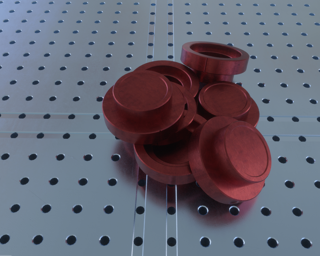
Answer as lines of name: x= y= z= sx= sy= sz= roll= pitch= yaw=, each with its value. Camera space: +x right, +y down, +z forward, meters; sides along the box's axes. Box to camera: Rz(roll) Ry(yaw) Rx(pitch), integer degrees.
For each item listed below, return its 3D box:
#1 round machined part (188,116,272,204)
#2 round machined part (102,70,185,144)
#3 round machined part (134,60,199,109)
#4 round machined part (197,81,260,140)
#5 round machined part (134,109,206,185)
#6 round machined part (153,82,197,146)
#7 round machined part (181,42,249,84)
round machined part: x=0.083 y=0.031 z=0.339 sx=0.099 sy=0.042 sz=0.098 roll=15 pitch=61 yaw=-28
round machined part: x=-0.020 y=-0.031 z=0.368 sx=0.099 sy=0.042 sz=0.098 roll=0 pitch=50 yaw=0
round machined part: x=0.004 y=-0.049 z=0.438 sx=0.099 sy=0.042 sz=0.098 roll=0 pitch=50 yaw=0
round machined part: x=0.085 y=-0.026 z=0.419 sx=0.099 sy=0.042 sz=0.098 roll=0 pitch=50 yaw=0
round machined part: x=0.019 y=0.026 z=0.375 sx=0.099 sy=0.042 sz=0.098 roll=0 pitch=50 yaw=0
round machined part: x=-0.002 y=-0.015 z=0.409 sx=0.099 sy=0.042 sz=0.098 roll=0 pitch=50 yaw=0
round machined part: x=0.079 y=-0.095 z=0.463 sx=0.099 sy=0.042 sz=0.098 roll=6 pitch=29 yaw=-3
